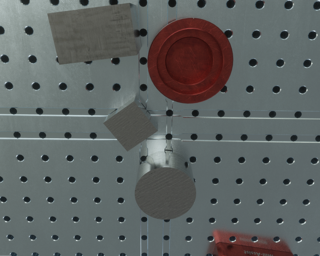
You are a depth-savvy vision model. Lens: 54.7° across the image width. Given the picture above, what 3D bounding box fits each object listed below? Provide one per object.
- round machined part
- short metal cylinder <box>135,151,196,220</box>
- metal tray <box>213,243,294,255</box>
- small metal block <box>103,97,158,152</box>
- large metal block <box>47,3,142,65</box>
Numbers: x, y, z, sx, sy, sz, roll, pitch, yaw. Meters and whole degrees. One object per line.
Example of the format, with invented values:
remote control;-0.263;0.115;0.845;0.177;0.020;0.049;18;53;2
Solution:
round machined part;0.035;-0.082;0.374;0.099;0.042;0.097;0;110;0
short metal cylinder;0.007;0.078;0.429;0.081;0.050;0.079;0;110;0
metal tray;0.147;0.239;0.499;0.131;0.030;0.089;10;110;-4
small metal block;-0.038;-0.006;0.411;0.050;0.025;0.050;-34;107;11
large metal block;-0.066;-0.106;0.344;0.080;0.080;0.050;-7;110;2
